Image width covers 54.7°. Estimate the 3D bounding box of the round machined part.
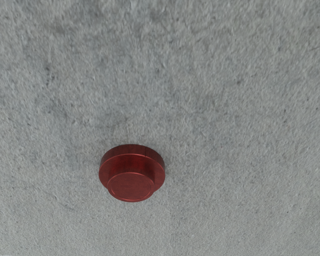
[{"bbox_3d":[-0.041,0.073,0.458,0.099,0.042,0.097,-1,130,0],"label":"round machined part"}]
